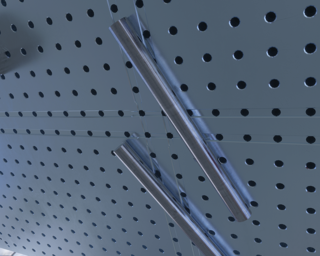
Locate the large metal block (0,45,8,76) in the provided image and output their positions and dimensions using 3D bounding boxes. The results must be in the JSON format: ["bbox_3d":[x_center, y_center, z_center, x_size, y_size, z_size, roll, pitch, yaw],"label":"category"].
[{"bbox_3d":[-0.293,-0.108,0.460,0.080,0.080,0.050,38,129,2],"label":"large metal block"}]

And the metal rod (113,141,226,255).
[{"bbox_3d":[0.036,0.141,0.477,0.025,0.025,0.300,-34,100,38],"label":"metal rod"}]

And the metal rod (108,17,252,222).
[{"bbox_3d":[0.032,-0.001,0.392,0.025,0.025,0.299,-25,105,36],"label":"metal rod"}]
